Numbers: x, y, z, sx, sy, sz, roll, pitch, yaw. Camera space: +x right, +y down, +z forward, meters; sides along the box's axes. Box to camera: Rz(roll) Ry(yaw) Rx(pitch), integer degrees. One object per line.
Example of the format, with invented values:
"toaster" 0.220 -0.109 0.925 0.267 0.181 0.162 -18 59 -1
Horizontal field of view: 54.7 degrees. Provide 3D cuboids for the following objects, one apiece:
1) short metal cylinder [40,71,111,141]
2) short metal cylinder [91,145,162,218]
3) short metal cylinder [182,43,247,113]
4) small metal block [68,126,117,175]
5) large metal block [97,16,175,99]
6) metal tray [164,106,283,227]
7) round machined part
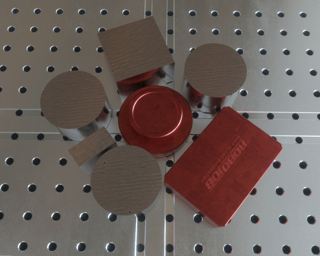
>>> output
"short metal cylinder" -0.108 -0.028 0.407 0.081 0.050 0.080 0 70 0
"short metal cylinder" -0.038 0.066 0.373 0.081 0.050 0.080 0 70 0
"short metal cylinder" 0.072 -0.067 0.423 0.081 0.050 0.080 0 70 0
"small metal block" -0.080 0.029 0.386 0.050 0.050 0.025 -36 74 -12
"large metal block" -0.033 -0.098 0.434 0.080 0.050 0.080 -20 71 -7
"metal tray" 0.079 0.047 0.391 0.090 0.030 0.130 39 74 13
"round machined part" -0.006 -0.013 0.407 0.099 0.042 0.098 0 70 0
